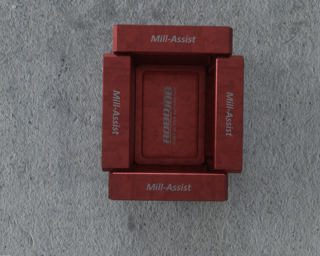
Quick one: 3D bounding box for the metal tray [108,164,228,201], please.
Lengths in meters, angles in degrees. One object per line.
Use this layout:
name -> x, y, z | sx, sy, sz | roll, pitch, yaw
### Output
metal tray -> 0.009, 0.063, 0.378 | 0.131, 0.090, 0.030 | 1, 90, -1

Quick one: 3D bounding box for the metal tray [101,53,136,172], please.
metal tray -> -0.047, -0.017, 0.377 | 0.030, 0.090, 0.129 | 1, 90, 0

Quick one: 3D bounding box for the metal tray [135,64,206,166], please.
metal tray -> 0.013, -0.017, 0.409 | 0.091, 0.030, 0.129 | 1, 90, -1

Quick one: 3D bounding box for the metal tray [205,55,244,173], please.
metal tray -> 0.075, -0.015, 0.379 | 0.030, 0.090, 0.129 | 1, 90, 0

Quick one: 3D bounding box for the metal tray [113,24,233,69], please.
metal tray -> 0.014, -0.096, 0.378 | 0.131, 0.090, 0.030 | 1, 90, -1
